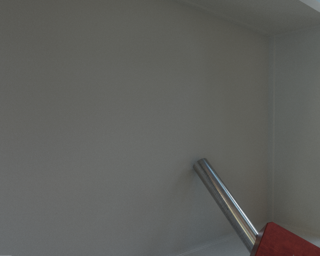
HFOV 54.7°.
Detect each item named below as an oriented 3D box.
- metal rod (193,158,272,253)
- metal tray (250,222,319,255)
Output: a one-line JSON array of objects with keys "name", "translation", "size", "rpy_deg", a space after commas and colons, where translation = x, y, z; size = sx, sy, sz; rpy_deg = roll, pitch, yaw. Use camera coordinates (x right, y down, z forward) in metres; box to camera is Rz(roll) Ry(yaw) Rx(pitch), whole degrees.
[{"name": "metal rod", "translation": [0.129, 0.159, 0.384], "size": [0.025, 0.300, 0.025], "rpy_deg": [-23, 146, -16]}, {"name": "metal tray", "translation": [0.134, 0.179, 0.331], "size": [0.131, 0.090, 0.030], "rpy_deg": [-50, 161, -37]}]
